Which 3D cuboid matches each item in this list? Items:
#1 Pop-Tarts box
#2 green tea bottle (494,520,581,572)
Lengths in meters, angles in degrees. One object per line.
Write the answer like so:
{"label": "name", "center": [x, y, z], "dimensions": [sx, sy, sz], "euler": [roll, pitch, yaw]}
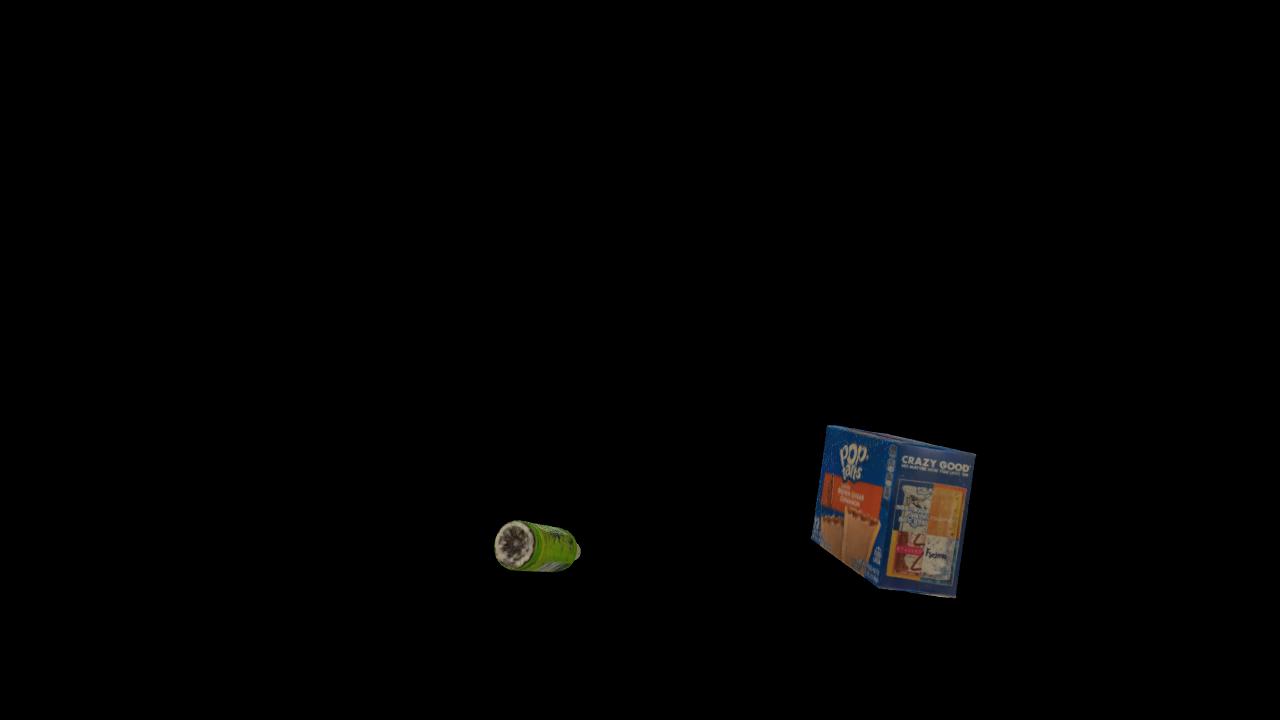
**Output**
{"label": "Pop-Tarts box", "center": [0.261, 0.152, 0.659], "dimensions": [0.083, 0.141, 0.167], "euler": [9, -1, -7]}
{"label": "green tea bottle", "center": [-0.148, 0.296, 0.963], "dimensions": [0.073, 0.073, 0.212], "euler": [0, -21, 18]}
